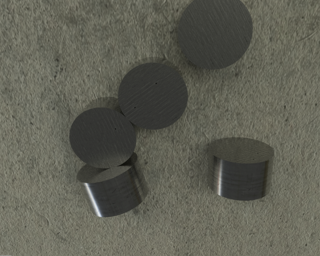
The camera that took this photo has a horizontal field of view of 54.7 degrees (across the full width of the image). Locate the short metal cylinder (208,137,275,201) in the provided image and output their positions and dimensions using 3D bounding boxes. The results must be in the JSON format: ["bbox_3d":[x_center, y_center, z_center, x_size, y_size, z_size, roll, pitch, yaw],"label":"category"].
[{"bbox_3d":[0.103,0.050,0.400,0.080,0.080,0.050,-1,110,0],"label":"short metal cylinder"}]

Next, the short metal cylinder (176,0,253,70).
[{"bbox_3d":[0.059,-0.111,0.356,0.081,0.050,0.079,0,110,0],"label":"short metal cylinder"}]

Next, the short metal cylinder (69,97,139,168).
[{"bbox_3d":[-0.069,0.005,0.397,0.081,0.050,0.079,0,110,0],"label":"short metal cylinder"}]

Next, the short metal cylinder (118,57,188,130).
[{"bbox_3d":[-0.008,-0.044,0.380,0.081,0.050,0.079,0,110,0],"label":"short metal cylinder"}]

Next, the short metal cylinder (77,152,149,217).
[{"bbox_3d":[-0.061,0.071,0.406,0.080,0.080,0.050,-14,110,5],"label":"short metal cylinder"}]
